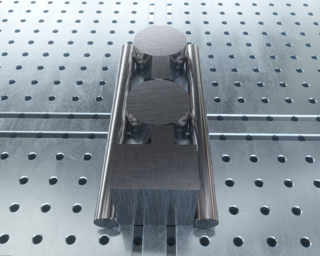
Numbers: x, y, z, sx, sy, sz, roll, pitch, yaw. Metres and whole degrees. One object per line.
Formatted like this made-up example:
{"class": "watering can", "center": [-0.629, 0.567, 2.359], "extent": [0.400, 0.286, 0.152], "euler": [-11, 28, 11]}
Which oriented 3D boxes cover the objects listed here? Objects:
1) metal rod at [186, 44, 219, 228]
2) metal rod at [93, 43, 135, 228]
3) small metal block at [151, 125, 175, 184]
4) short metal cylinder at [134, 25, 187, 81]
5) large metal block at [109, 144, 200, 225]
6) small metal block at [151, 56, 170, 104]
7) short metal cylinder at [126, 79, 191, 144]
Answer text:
{"class": "metal rod", "center": [0.051, -0.015, 0.419], "extent": [0.025, 0.025, 0.300], "euler": [1, 50, 1]}
{"class": "metal rod", "center": [-0.054, -0.016, 0.419], "extent": [0.025, 0.025, 0.300], "euler": [1, 50, 1]}
{"class": "small metal block", "center": [0.003, 0.032, 0.364], "extent": [0.025, 0.050, 0.050], "euler": [0, 50, 0]}
{"class": "short metal cylinder", "center": [0.000, -0.118, 0.490], "extent": [0.080, 0.050, 0.080], "euler": [0, 50, 0]}
{"class": "large metal block", "center": [-0.004, 0.061, 0.321], "extent": [0.080, 0.080, 0.050], "euler": [1, 50, 0]}
{"class": "small metal block", "center": [0.001, -0.069, 0.447], "extent": [0.025, 0.050, 0.050], "euler": [1, 50, 1]}
{"class": "short metal cylinder", "center": [-0.002, -0.018, 0.406], "extent": [0.080, 0.050, 0.080], "euler": [0, 50, 0]}
